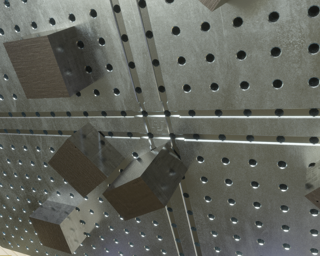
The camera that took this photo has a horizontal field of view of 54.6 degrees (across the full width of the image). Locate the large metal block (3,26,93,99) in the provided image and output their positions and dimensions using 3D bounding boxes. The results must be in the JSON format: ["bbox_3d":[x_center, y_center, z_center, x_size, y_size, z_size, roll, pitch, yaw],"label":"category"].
[{"bbox_3d":[-0.150,-0.087,0.421,0.080,0.050,0.080,1,119,28],"label":"large metal block"}]

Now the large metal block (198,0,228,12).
[{"bbox_3d":[0.047,-0.164,0.269,0.080,0.050,0.080,41,129,0],"label":"large metal block"}]

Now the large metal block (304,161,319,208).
[{"bbox_3d":[0.213,0.062,0.321,0.080,0.050,0.080,40,129,1],"label":"large metal block"}]

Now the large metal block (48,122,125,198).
[{"bbox_3d":[-0.117,0.052,0.489,0.080,0.050,0.080,46,129,-4],"label":"large metal block"}]

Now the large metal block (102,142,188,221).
[{"bbox_3d":[-0.019,0.075,0.433,0.080,0.080,0.050,-30,102,38],"label":"large metal block"}]

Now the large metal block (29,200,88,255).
[{"bbox_3d":[-0.205,0.199,0.627,0.080,0.050,0.080,4,120,26],"label":"large metal block"}]
